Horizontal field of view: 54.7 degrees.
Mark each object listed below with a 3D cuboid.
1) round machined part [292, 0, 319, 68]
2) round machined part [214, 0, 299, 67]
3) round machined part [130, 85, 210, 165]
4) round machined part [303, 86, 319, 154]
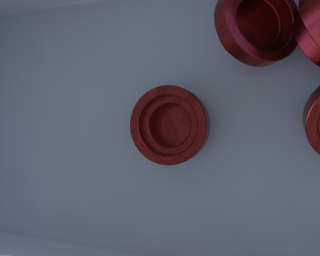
[{"bbox_3d":[0.178,-0.099,0.320,0.098,0.099,0.042,62,143,10],"label":"round machined part"},{"bbox_3d":[0.104,-0.115,0.347,0.099,0.042,0.097,3,82,-19],"label":"round machined part"},{"bbox_3d":[0.015,-0.003,0.395,0.098,0.042,0.097,0,90,19],"label":"round machined part"},{"bbox_3d":[0.200,-0.014,0.318,0.098,0.042,0.097,6,119,12],"label":"round machined part"}]
